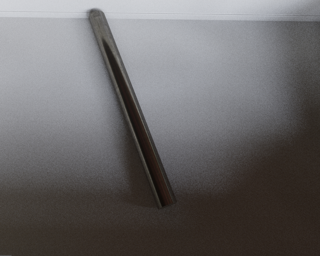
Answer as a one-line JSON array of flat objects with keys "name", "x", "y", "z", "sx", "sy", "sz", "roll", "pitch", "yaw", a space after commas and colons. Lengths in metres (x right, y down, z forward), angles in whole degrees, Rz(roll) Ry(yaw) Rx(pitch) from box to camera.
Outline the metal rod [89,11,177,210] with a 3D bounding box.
[{"name": "metal rod", "x": -0.043, "y": -0.037, "z": 0.423, "sx": 0.025, "sy": 0.025, "sz": 0.299, "roll": -19, "pitch": 71, "yaw": -7}]
